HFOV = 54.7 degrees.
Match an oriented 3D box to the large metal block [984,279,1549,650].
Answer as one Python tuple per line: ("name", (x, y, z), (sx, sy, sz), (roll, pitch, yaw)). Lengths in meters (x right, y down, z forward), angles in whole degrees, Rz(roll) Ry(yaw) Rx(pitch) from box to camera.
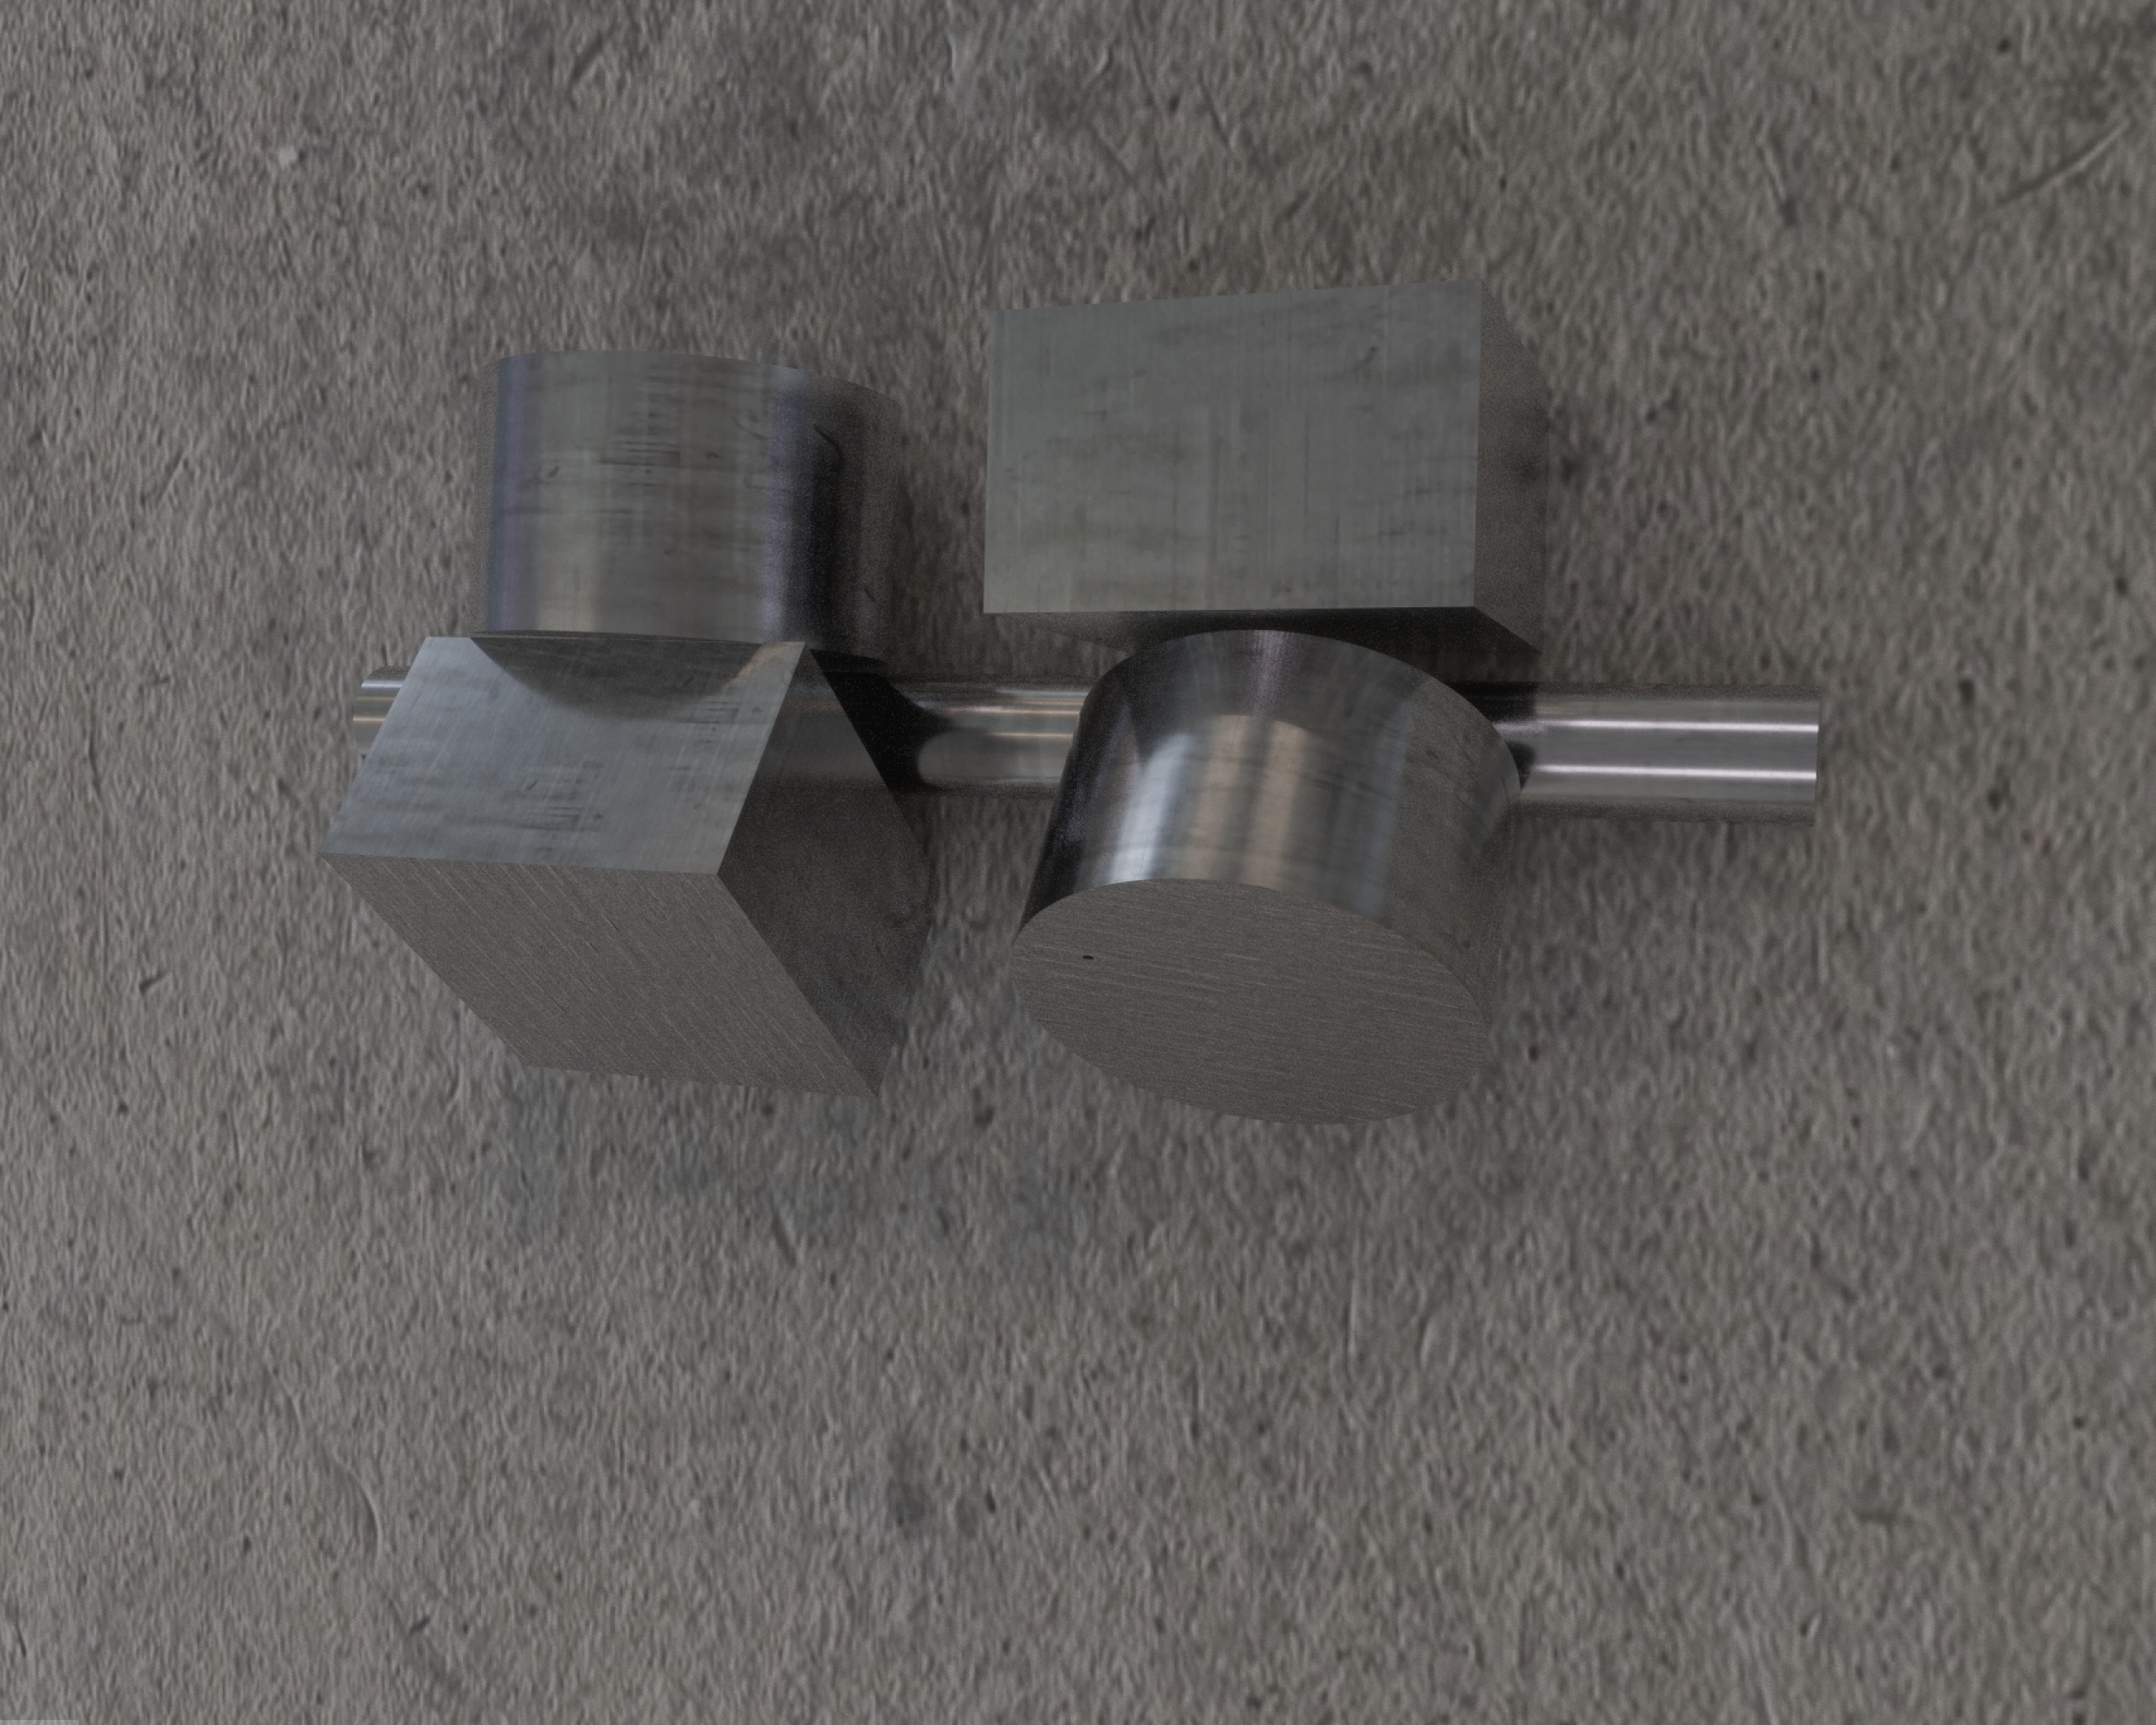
("large metal block", (0.037, -0.065, 0.367), (0.080, 0.080, 0.050), (2, 91, 20))

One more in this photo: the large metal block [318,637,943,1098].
("large metal block", (-0.082, 0.002, 0.403), (0.080, 0.080, 0.050), (3, 57, 19))

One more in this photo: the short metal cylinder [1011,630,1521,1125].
("short metal cylinder", (0.033, 0.005, 0.363), (0.080, 0.080, 0.050), (2, 56, 20))

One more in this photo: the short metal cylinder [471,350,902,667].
("short metal cylinder", (-0.076, -0.066, 0.407), (0.080, 0.080, 0.050), (4, 92, 20))

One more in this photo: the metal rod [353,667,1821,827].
("metal rod", (-0.012, -0.025, 0.416), (0.301, 0.025, 0.025), (3, 91, 19))
